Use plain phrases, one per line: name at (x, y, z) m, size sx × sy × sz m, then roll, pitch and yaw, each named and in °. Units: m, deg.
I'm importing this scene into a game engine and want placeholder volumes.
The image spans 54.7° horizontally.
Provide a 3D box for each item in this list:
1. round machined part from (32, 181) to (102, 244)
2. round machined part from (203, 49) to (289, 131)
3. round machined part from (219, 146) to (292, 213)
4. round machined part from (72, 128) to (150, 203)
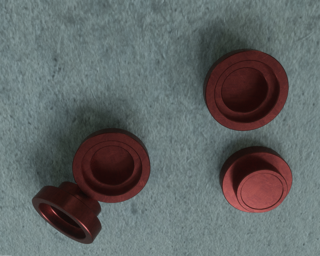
round machined part at (-0.121, 0.111, 0.423) m, size 0.098 × 0.042 × 0.097 m, roll 20°, pitch 139°, yaw 19°
round machined part at (0.102, -0.049, 0.384) m, size 0.099 × 0.042 × 0.097 m, roll 0°, pitch 110°, yaw -1°
round machined part at (0.136, 0.078, 0.432) m, size 0.099 × 0.042 × 0.097 m, roll 0°, pitch 110°, yaw -1°
round machined part at (-0.063, 0.046, 0.413) m, size 0.099 × 0.042 × 0.097 m, roll -2°, pitch 106°, yaw -5°
